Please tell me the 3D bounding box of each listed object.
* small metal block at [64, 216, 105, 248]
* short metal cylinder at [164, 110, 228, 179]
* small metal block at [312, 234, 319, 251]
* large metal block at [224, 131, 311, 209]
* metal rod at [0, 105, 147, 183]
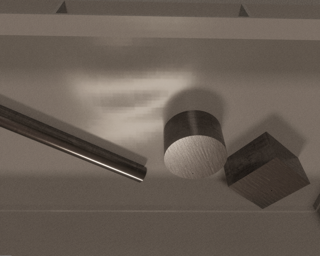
[{"bbox_3d":[-0.140,0.194,0.575,0.050,0.025,0.050,35,122,-26],"label":"small metal block"},{"bbox_3d":[0.045,0.023,0.413,0.081,0.050,0.079,0,130,0],"label":"short metal cylinder"},{"bbox_3d":[0.341,0.227,0.610,0.050,0.025,0.050,33,122,-26],"label":"small metal block"},{"bbox_3d":[0.152,0.064,0.449,0.080,0.050,0.080,34,122,-26],"label":"large metal block"},{"bbox_3d":[-0.153,0.009,0.414,0.302,0.025,0.025,26,125,-21],"label":"metal rod"}]
